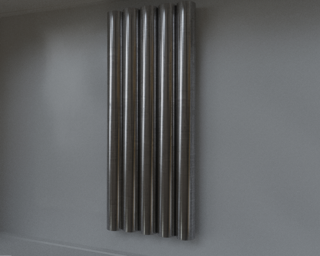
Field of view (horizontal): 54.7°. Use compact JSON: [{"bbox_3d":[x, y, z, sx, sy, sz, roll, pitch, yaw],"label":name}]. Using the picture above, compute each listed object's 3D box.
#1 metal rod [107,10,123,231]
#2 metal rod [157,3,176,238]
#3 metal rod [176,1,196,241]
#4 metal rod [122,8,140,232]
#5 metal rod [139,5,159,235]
[{"bbox_3d":[-0.061,-0.010,0.431,0.025,0.025,0.298,0,90,20],"label":"metal rod"},{"bbox_3d":[0.010,-0.010,0.406,0.025,0.025,0.298,0,90,20],"label":"metal rod"},{"bbox_3d":[0.033,-0.009,0.397,0.025,0.025,0.298,0,90,20],"label":"metal rod"},{"bbox_3d":[-0.039,-0.011,0.423,0.025,0.025,0.298,0,90,20],"label":"metal rod"},{"bbox_3d":[-0.015,-0.010,0.414,0.025,0.025,0.298,0,90,20],"label":"metal rod"}]
